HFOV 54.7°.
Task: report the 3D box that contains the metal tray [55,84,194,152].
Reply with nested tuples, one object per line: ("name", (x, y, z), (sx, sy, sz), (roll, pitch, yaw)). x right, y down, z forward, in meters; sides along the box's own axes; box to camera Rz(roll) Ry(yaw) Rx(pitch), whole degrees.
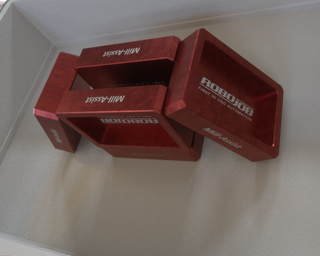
("metal tray", (-0.038, -0.008, 0.348), (0.130, 0.090, 0.030), (0, 62, 28))

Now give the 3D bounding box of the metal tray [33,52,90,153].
("metal tray", (-0.125, -0.029, 0.422), (0.030, 0.129, 0.090), (15, 66, -1))

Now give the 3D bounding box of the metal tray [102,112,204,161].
("metal tray", (-0.006, -0.006, 0.408), (0.130, 0.030, 0.090), (0, 62, 27))

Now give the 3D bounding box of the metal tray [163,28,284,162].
("metal tray", (0.072, -0.030, 0.318), (0.030, 0.131, 0.090), (-22, 47, 53))

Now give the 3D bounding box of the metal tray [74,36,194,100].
("metal tray", (-0.024, -0.061, 0.373), (0.130, 0.090, 0.030), (0, 62, 28))
